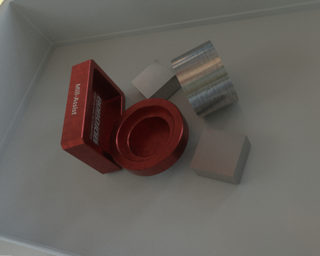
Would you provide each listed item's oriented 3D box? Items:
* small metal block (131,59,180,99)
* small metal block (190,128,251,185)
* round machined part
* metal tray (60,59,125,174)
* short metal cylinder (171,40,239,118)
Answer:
[{"bbox_3d":[-0.006,-0.064,0.444,0.050,0.025,0.050,-42,50,-1],"label":"small metal block"},{"bbox_3d":[0.068,0.031,0.348,0.050,0.025,0.050,9,66,33],"label":"small metal block"},{"bbox_3d":[-0.010,0.015,0.386,0.098,0.042,0.098,-13,56,20],"label":"round machined part"},{"bbox_3d":[-0.083,-0.015,0.413,0.030,0.090,0.130,-16,55,20],"label":"metal tray"},{"bbox_3d":[0.054,-0.058,0.375,0.050,0.080,0.080,-26,53,12],"label":"short metal cylinder"}]
